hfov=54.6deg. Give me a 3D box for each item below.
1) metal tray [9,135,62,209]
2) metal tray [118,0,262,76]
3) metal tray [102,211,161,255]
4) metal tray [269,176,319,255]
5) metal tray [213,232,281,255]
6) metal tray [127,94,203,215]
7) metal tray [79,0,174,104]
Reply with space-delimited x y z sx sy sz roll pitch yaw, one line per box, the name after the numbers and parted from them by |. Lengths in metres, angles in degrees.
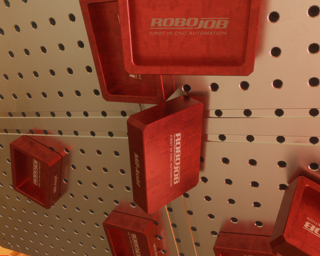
-0.235 0.085 0.585 0.090 0.030 0.129 26 128 12 | metal tray
0.028 -0.100 0.306 0.131 0.030 0.089 2 119 8 | metal tray
-0.047 0.218 0.568 0.090 0.030 0.129 5 121 25 | metal tray
0.196 0.122 0.338 0.130 0.090 0.030 30 141 9 | metal tray
0.142 0.220 0.469 0.090 0.030 0.129 -6 116 31 | metal tray
0.009 0.033 0.382 0.030 0.091 0.129 31 134 41 | metal tray
-0.037 -0.094 0.369 0.090 0.030 0.129 5 121 25 | metal tray
